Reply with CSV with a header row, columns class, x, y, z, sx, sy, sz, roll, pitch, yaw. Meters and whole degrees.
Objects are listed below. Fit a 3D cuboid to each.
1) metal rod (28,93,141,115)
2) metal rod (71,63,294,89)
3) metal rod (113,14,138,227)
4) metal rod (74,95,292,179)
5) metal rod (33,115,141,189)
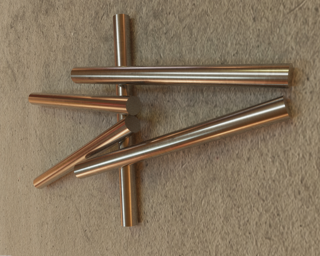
class,x,y,z,sx,sy,sz,roll,pitch,yaw
metal rod,-0.139,-0.043,0.500,0.300,0.025,0.025,8,95,45
metal rod,0.002,-0.065,0.382,0.300,0.025,0.025,6,94,33
metal rod,-0.050,-0.012,0.445,0.025,0.025,0.298,-4,87,39
metal rod,0.004,0.021,0.381,0.300,0.025,0.025,-19,78,31
metal rod,-0.133,0.050,0.495,0.299,0.025,0.025,-29,72,41
